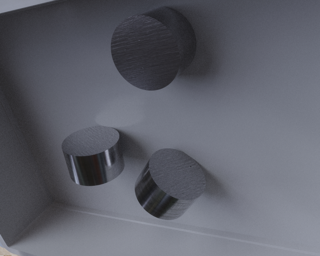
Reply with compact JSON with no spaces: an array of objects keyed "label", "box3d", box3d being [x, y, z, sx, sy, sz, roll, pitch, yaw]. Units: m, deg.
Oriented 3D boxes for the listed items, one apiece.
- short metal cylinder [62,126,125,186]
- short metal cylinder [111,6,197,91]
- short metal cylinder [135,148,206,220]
[{"label":"short metal cylinder","box3d":[-0.095,0.038,0.447,0.080,0.080,0.050,8,122,24]},{"label":"short metal cylinder","box3d":[-0.006,-0.088,0.341,0.080,0.050,0.079,13,124,21]},{"label":"short metal cylinder","box3d":[0.013,0.074,0.412,0.080,0.080,0.050,35,129,5]}]
